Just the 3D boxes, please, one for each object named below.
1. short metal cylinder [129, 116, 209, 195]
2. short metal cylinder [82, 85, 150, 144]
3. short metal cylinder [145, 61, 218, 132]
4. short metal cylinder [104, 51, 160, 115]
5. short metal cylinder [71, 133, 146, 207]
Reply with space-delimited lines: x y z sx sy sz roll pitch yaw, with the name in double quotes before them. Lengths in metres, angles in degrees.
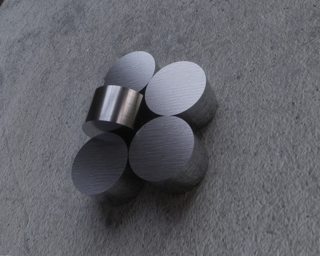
"short metal cylinder" 0.011 0.032 0.363 0.080 0.050 0.080 -14 56 22
"short metal cylinder" -0.056 -0.012 0.407 0.080 0.080 0.050 -3 61 27
"short metal cylinder" 0.028 -0.038 0.397 0.080 0.050 0.080 -13 57 21
"short metal cylinder" -0.032 -0.062 0.444 0.080 0.050 0.080 -14 56 21
"short metal cylinder" -0.062 0.053 0.390 0.080 0.050 0.080 -14 56 21
